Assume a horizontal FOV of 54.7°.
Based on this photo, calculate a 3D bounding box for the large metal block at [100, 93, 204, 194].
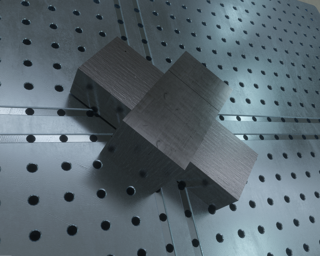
[{"bbox_3d":[-0.011,0.021,0.356,0.080,0.080,0.050,39,51,-2],"label":"large metal block"}]

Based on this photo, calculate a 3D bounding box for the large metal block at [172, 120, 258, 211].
[{"bbox_3d":[0.070,0.046,0.403,0.080,0.050,0.080,39,52,-2],"label":"large metal block"}]

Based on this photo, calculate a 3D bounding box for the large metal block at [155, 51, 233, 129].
[{"bbox_3d":[0.036,-0.042,0.420,0.080,0.080,0.050,39,51,-2],"label":"large metal block"}]

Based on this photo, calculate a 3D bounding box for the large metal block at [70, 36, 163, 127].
[{"bbox_3d":[-0.053,-0.057,0.396,0.080,0.050,0.080,38,52,-3],"label":"large metal block"}]

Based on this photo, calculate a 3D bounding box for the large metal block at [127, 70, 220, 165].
[{"bbox_3d":[0.012,-0.011,0.388,0.080,0.080,0.050,39,51,-2],"label":"large metal block"}]
